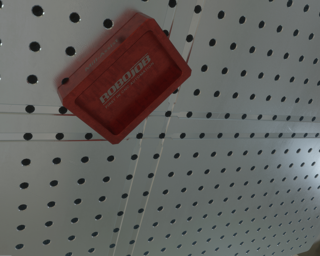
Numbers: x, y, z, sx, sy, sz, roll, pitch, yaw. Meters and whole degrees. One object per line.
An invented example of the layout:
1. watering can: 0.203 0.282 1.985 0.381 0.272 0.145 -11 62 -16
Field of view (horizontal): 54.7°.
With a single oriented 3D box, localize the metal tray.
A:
1. metal tray: -0.037 -0.053 0.355 0.130 0.030 0.090 -43 130 1
